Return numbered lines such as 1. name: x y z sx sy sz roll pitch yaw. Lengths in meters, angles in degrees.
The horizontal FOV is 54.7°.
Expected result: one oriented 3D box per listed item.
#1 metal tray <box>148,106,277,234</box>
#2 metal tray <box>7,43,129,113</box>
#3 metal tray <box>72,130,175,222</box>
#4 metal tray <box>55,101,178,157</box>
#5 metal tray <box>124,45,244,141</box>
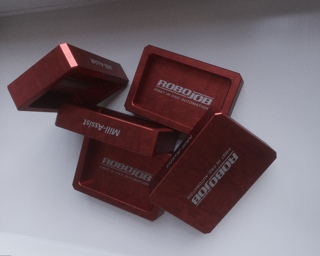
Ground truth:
1. metal tray: 0.059 0.052 0.364 0.090 0.030 0.130 34 103 -13
2. metal tray: -0.107 -0.055 0.388 0.090 0.130 0.030 -31 80 18
3. metal tray: -0.048 0.059 0.420 0.130 0.030 0.089 17 96 18
4. metal tray: -0.051 -0.001 0.390 0.130 0.090 0.030 17 96 19
5. metal tray: 0.029 -0.043 0.395 0.130 0.030 0.089 22 97 18
